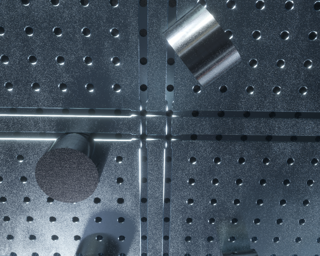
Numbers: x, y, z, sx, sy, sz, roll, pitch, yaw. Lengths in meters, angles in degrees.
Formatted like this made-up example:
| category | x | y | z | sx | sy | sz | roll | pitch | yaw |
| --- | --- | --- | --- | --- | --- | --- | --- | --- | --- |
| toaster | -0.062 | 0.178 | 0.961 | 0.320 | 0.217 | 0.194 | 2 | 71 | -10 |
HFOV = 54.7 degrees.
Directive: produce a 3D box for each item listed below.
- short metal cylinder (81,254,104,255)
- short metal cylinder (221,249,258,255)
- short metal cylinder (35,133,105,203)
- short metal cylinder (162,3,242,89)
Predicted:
| category | x | y | z | sx | sy | sz | roll | pitch | yaw |
| --- | --- | --- | --- | --- | --- | --- | --- | --- | --- |
| short metal cylinder | -0.110 | 0.249 | 0.491 | 0.081 | 0.050 | 0.079 | 0 | 110 | 0 |
| short metal cylinder | 0.125 | 0.228 | 0.469 | 0.050 | 0.080 | 0.079 | -7 | 110 | 3 |
| short metal cylinder | -0.119 | 0.053 | 0.418 | 0.081 | 0.050 | 0.079 | 0 | 110 | 0 |
| short metal cylinder | 0.047 | -0.091 | 0.351 | 0.050 | 0.080 | 0.080 | -37 | 106 | 12 |
